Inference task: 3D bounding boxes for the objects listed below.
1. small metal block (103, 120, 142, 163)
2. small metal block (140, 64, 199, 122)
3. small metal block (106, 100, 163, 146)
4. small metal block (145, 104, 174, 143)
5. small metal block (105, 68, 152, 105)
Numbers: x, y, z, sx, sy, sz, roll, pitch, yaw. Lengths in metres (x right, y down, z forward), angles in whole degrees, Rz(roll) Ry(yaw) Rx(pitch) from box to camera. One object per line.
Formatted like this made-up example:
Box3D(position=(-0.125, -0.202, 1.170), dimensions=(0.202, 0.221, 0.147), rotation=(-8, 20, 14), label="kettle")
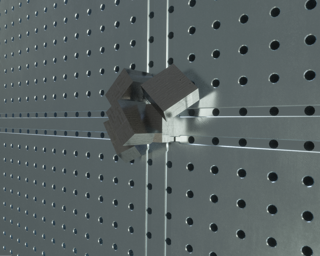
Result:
Box3D(position=(-0.052, 0.016, 0.433), dimensions=(0.025, 0.050, 0.050), rotation=(-26, 69, -2), label="small metal block")
Box3D(position=(0.013, -0.044, 0.382), dimensions=(0.050, 0.025, 0.050), rotation=(-35, 61, -9), label="small metal block")
Box3D(position=(-0.032, -0.006, 0.388), dimensions=(0.025, 0.050, 0.050), rotation=(-43, 65, 31), label="small metal block")
Box3D(position=(-0.009, -0.007, 0.417), dimensions=(0.050, 0.025, 0.050), rotation=(1, 90, 39), label="small metal block")
Box3D(position=(-0.038, -0.052, 0.426), dimensions=(0.050, 0.050, 0.025), rotation=(-48, 61, 29), label="small metal block")
